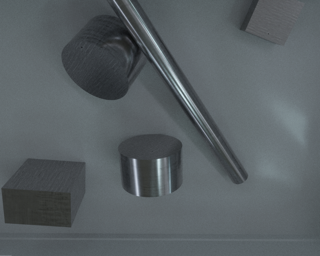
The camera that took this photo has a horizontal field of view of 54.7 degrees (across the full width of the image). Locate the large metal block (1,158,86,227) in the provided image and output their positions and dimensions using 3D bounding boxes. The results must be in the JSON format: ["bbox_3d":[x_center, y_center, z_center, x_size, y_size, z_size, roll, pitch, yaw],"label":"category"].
[{"bbox_3d":[-0.148,0.083,0.411,0.081,0.080,0.050,4,110,-2],"label":"large metal block"}]

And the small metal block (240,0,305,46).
[{"bbox_3d":[0.131,-0.131,0.365,0.050,0.025,0.050,19,109,-7],"label":"small metal block"}]

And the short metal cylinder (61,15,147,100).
[{"bbox_3d":[-0.061,-0.078,0.348,0.080,0.050,0.080,17,144,13],"label":"short metal cylinder"}]

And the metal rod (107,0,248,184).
[{"bbox_3d":[0.033,-0.034,0.367,0.025,0.025,0.300,-32,119,11],"label":"metal rod"}]

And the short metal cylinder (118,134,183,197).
[{"bbox_3d":[-0.011,0.046,0.399,0.081,0.080,0.050,-2,110,0],"label":"short metal cylinder"}]
